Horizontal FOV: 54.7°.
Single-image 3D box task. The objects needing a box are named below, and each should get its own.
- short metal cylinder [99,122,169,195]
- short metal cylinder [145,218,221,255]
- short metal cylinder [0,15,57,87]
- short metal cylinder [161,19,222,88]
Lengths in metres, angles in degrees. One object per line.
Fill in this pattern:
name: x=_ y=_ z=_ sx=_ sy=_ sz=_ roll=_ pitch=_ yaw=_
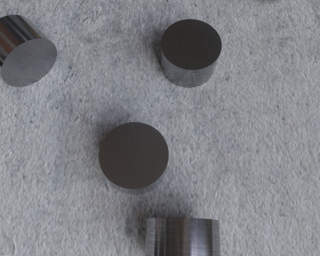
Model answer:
short metal cylinder: x=-0.030 y=0.039 z=0.380 sx=0.081 sy=0.050 sz=0.080 roll=0 pitch=70 yaw=0
short metal cylinder: x=0.024 y=0.125 z=0.334 sx=0.081 sy=0.080 sz=0.050 roll=2 pitch=70 yaw=0
short metal cylinder: x=-0.188 y=-0.102 z=0.414 sx=0.080 sy=0.080 sz=0.050 roll=-42 pitch=76 yaw=-14
short metal cylinder: x=0.041 y=-0.103 z=0.433 sx=0.081 sy=0.050 sz=0.080 roll=0 pitch=70 yaw=0
